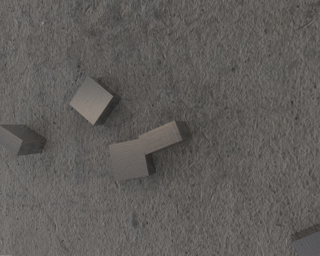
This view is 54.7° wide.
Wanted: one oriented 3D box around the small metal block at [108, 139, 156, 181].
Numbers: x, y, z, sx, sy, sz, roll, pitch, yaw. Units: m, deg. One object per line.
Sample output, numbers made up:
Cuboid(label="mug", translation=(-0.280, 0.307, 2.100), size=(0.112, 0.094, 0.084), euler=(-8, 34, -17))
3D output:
Cuboid(label="small metal block", translation=(-0.038, 0.043, 0.422), size=(0.050, 0.025, 0.050), euler=(-12, 86, 19))

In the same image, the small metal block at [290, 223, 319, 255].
Cuboid(label="small metal block", translation=(0.183, 0.137, 0.344), size=(0.050, 0.025, 0.050), euler=(-31, 80, 17))

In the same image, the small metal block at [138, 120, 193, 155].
Cuboid(label="small metal block", translation=(0.008, 0.012, 0.393), size=(0.050, 0.050, 0.025), euler=(-23, 83, 18))

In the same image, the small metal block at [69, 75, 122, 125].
Cuboid(label="small metal block", translation=(-0.092, -0.039, 0.441), size=(0.050, 0.025, 0.050), euler=(40, 102, 15))

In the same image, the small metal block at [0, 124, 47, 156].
Cuboid(label="small metal block", translation=(-0.212, 0.017, 0.470), size=(0.050, 0.050, 0.025), euler=(29, 100, 17))
